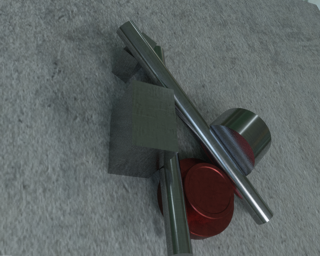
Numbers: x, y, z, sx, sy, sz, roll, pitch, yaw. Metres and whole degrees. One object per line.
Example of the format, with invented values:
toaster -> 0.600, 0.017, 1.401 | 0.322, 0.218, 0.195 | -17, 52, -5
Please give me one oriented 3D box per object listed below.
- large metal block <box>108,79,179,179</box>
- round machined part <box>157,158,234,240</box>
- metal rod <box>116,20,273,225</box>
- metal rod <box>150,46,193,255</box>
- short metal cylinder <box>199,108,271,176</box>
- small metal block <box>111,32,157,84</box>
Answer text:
large metal block -> -0.022, 0.005, 0.357 | 0.050, 0.080, 0.080 | 11, 57, -23
round machined part -> 0.050, 0.081, 0.374 | 0.099, 0.042, 0.098 | 14, 56, -21
metal rod -> 0.045, -0.006, 0.390 | 0.025, 0.025, 0.299 | -38, 92, -39
metal rod -> 0.007, 0.004, 0.388 | 0.025, 0.025, 0.299 | 11, 51, -23
short metal cylinder -> 0.100, 0.020, 0.414 | 0.080, 0.080, 0.050 | 49, 51, 5
small metal block -> -0.036, -0.097, 0.430 | 0.025, 0.050, 0.050 | 39, 51, -3
